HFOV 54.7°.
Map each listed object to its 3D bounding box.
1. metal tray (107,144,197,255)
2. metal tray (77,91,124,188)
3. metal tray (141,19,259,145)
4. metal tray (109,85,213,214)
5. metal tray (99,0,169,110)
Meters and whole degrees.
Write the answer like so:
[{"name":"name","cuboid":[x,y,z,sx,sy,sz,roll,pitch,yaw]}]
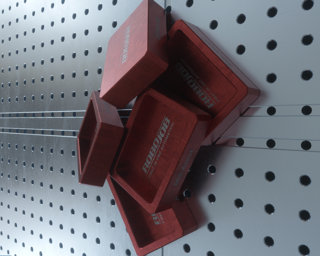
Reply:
[{"name":"metal tray","cuboid":[-0.017,0.094,0.418,0.090,0.030,0.130,-40,66,32]},{"name":"metal tray","cuboid":[-0.089,0.011,0.437,0.089,0.030,0.130,-67,24,18]},{"name":"metal tray","cuboid":[0.041,-0.054,0.370,0.090,0.030,0.130,-51,61,27]},{"name":"metal tray","cuboid":[-0.005,0.023,0.369,0.090,0.030,0.129,35,111,34]},{"name":"metal tray","cuboid":[-0.032,-0.097,0.391,0.090,0.030,0.130,-37,37,33]}]
